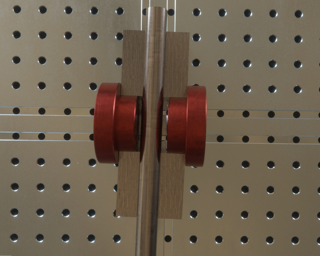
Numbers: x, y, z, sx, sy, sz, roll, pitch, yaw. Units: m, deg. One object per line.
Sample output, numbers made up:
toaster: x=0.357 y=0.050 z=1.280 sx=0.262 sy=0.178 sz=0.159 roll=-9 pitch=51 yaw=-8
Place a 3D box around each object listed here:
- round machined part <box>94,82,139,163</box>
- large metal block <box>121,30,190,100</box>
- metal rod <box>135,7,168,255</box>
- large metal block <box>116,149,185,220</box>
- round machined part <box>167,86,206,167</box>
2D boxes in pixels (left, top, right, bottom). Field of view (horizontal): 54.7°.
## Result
round machined part: x=-0.049 y=-0.006 z=0.376 sx=0.042 sy=0.098 sz=0.097 roll=2 pitch=90 yaw=0
large metal block: x=-0.006 y=-0.078 z=0.400 sx=0.081 sy=0.050 sz=0.079 roll=2 pitch=90 yaw=0
metal rod: x=-0.010 y=0.011 z=0.363 sx=0.025 sy=0.025 sz=0.298 roll=3 pitch=90 yaw=0
large metal block: x=-0.011 y=0.069 z=0.400 sx=0.081 sy=0.050 sz=0.080 roll=3 pitch=90 yaw=0
round machined part: x=0.032 y=-0.002 z=0.377 sx=0.042 sy=0.098 sz=0.097 roll=2 pitch=90 yaw=5
